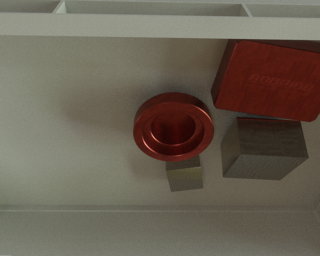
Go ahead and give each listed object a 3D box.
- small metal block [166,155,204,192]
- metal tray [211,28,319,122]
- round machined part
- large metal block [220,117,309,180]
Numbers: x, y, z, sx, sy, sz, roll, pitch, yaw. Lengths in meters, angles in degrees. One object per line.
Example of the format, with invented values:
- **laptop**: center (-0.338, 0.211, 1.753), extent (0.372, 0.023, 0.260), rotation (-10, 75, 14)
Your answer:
- **small metal block**: center (0.037, 0.069, 0.468), extent (0.050, 0.025, 0.050), rotation (-8, 130, 6)
- **metal tray**: center (0.135, -0.058, 0.359), extent (0.131, 0.030, 0.089), rotation (8, 130, -7)
- **round machined part**: center (0.017, -0.006, 0.394), extent (0.099, 0.042, 0.097), rotation (-1, 130, 0)
- **large metal block**: center (0.130, 0.030, 0.403), extent (0.081, 0.050, 0.080), rotation (3, 151, -4)
